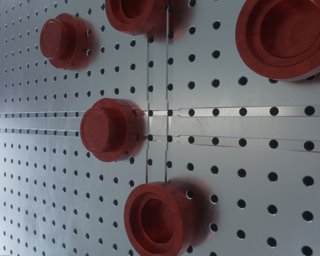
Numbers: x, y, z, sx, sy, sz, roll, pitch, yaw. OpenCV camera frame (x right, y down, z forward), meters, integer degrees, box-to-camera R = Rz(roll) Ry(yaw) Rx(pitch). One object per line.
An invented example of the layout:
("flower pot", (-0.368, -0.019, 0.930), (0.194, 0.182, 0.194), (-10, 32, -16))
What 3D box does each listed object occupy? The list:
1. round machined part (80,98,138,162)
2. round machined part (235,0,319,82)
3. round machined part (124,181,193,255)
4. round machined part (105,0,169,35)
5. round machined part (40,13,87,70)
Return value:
("round machined part", (-0.083, 0.003, 0.469), (0.098, 0.042, 0.097), (0, 90, 40))
("round machined part", (0.126, -0.093, 0.295), (0.098, 0.042, 0.097), (0, 90, 40))
("round machined part", (0.002, 0.117, 0.397), (0.098, 0.042, 0.097), (0, 90, 40))
("round machined part", (-0.026, -0.175, 0.421), (0.098, 0.042, 0.097), (0, 90, 40))
("round machined part", (-0.175, -0.153, 0.544), (0.098, 0.042, 0.097), (0, 90, 40))
